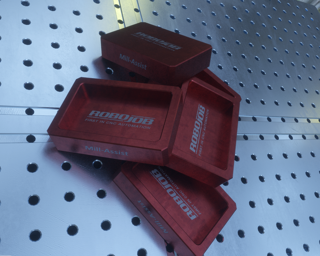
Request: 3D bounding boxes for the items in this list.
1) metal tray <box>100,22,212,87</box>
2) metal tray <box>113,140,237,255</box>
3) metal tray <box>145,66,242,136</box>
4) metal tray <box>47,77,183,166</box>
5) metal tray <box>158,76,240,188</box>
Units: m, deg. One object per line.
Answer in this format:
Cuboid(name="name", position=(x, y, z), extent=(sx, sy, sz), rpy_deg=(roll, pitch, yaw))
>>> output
Cuboid(name="metal tray", position=(-0.006, -0.106, 0.429), extent=(0.130, 0.030, 0.091), rpy_deg=(29, 44, 29))
Cuboid(name="metal tray", position=(0.020, 0.077, 0.370), extent=(0.130, 0.030, 0.091), rpy_deg=(48, 51, 5))
Cuboid(name="metal tray", position=(0.052, -0.055, 0.468), extent=(0.130, 0.030, 0.090), rpy_deg=(40, 51, -2))
Cuboid(name="metal tray", position=(-0.046, -0.011, 0.349), extent=(0.131, 0.030, 0.090), rpy_deg=(7, 53, 11))
Cuboid(name="metal tray", position=(0.052, 0.000, 0.396), extent=(0.090, 0.030, 0.130), rpy_deg=(26, 52, -13))
